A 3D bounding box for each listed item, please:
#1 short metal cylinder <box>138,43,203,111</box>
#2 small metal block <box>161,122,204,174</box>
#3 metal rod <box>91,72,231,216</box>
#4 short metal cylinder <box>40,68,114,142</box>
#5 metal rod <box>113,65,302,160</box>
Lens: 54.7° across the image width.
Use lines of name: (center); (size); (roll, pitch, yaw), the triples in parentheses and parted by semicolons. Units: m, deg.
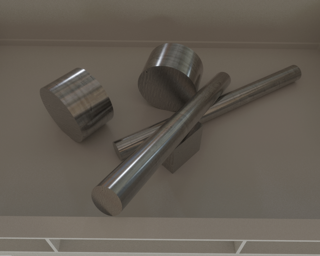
short metal cylinder: (0.015, -0.069, 0.428); (0.080, 0.080, 0.050); (12, 51, 9)
small metal block: (0.024, 0.019, 0.373); (0.025, 0.050, 0.050); (37, 59, 27)
metal rod: (0.028, -0.010, 0.335); (0.025, 0.025, 0.302); (22, 32, 17)
short metal cylinder: (-0.105, -0.029, 0.392); (0.080, 0.080, 0.050); (35, 58, 25)
metal rod: (0.078, -0.029, 0.430); (0.302, 0.025, 0.025); (-24, 54, -19)
